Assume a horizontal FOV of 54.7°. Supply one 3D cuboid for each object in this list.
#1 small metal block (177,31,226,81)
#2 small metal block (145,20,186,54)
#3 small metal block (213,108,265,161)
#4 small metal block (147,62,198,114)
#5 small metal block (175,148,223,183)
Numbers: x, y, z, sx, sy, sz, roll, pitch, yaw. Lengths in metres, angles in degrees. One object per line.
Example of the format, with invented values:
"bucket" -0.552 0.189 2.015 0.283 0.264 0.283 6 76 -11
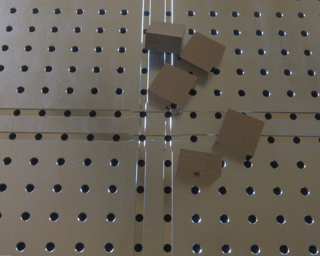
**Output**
"small metal block" 0.060 -0.105 0.451 0.050 0.025 0.050 30 73 10
"small metal block" 0.008 -0.132 0.447 0.050 0.025 0.050 9 38 4
"small metal block" 0.104 0.009 0.410 0.050 0.025 0.050 22 71 7
"small metal block" 0.017 -0.056 0.432 0.050 0.025 0.050 29 72 9
"small metal block" 0.047 0.048 0.382 0.050 0.050 0.025 9 71 3
